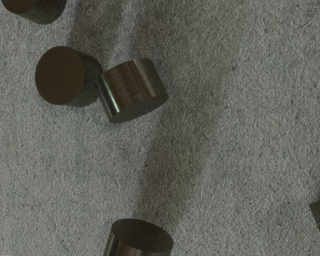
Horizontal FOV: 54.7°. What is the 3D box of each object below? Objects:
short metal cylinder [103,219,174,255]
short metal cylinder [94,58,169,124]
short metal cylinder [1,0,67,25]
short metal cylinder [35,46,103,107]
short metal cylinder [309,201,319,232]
[{"bbox_3d":[-0.029,0.156,0.390,0.080,0.080,0.050,19,97,19],"label":"short metal cylinder"},{"bbox_3d":[-0.036,-0.045,0.392,0.080,0.080,0.050,-27,81,18],"label":"short metal cylinder"},{"bbox_3d":[-0.188,-0.202,0.462,0.080,0.050,0.080,0,90,20],"label":"short metal cylinder"},{"bbox_3d":[-0.127,-0.071,0.441,0.080,0.050,0.080,0,90,20],"label":"short metal cylinder"},{"bbox_3d":[0.192,0.109,0.312,0.050,0.080,0.080,-22,83,19],"label":"short metal cylinder"}]
